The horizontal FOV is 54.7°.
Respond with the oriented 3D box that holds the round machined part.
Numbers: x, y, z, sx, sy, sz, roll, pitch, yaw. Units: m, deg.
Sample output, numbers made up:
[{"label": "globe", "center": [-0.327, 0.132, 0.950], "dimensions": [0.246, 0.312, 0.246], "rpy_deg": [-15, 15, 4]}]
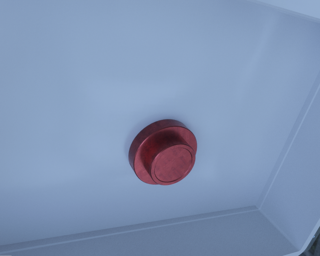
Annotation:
[{"label": "round machined part", "center": [0.010, 0.040, 0.430], "dimensions": [0.099, 0.042, 0.097], "rpy_deg": [-14, 125, -21]}]
